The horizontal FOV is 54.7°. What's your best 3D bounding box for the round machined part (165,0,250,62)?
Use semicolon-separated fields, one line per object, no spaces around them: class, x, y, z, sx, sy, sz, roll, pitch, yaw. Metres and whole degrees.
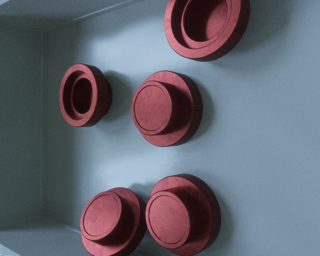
round machined part;0.056;-0.123;0.350;0.098;0.042;0.097;0;90;40

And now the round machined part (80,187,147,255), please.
round machined part;-0.069;0.126;0.423;0.098;0.042;0.098;-18;48;22

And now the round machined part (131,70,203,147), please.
round machined part;0.002;-0.024;0.394;0.098;0.042;0.097;0;90;40

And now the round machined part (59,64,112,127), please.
round machined part;-0.113;-0.050;0.490;0.098;0.042;0.097;0;90;40

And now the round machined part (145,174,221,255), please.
round machined part;0.021;0.107;0.379;0.098;0.042;0.097;0;90;40
